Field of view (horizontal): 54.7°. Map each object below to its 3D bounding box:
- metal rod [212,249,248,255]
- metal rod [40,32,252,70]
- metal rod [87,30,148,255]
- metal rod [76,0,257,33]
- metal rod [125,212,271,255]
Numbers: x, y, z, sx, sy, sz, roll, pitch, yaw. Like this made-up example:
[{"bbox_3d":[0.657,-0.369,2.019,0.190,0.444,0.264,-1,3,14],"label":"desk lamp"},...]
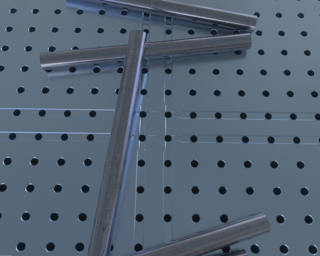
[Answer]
[{"bbox_3d":[-0.048,0.180,0.345,0.302,0.025,0.025,-10,71,-4],"label":"metal rod"},{"bbox_3d":[-0.018,-0.112,0.452,0.302,0.025,0.025,-6,70,-3],"label":"metal rod"},{"bbox_3d":[-0.051,0.014,0.391,0.025,0.025,0.299,8,75,2],"label":"metal rod"},{"bbox_3d":[-0.003,-0.188,0.480,0.302,0.025,0.025,12,71,4],"label":"metal rod"},{"bbox_3d":[-0.018,0.148,0.341,0.302,0.025,0.025,-14,71,-12],"label":"metal rod"}]
